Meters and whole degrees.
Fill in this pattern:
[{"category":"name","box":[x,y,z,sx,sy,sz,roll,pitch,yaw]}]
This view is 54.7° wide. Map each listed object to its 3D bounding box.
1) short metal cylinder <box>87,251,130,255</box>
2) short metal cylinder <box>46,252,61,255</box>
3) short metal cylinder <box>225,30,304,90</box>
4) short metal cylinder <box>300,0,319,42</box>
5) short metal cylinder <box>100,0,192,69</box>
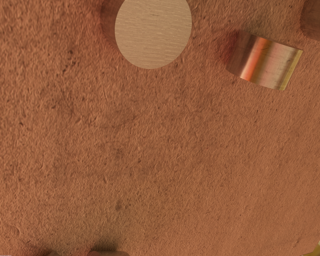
[{"category":"short metal cylinder","box":[-0.081,0.229,0.469,0.050,0.080,0.080,17,110,-35]},{"category":"short metal cylinder","box":[-0.153,0.220,0.424,0.050,0.080,0.080,-29,128,-10]},{"category":"short metal cylinder","box":[0.129,-0.086,0.388,0.081,0.080,0.050,4,117,-30]},{"category":"short metal cylinder","box":[0.243,-0.157,0.426,0.081,0.050,0.079,-14,124,-21]},{"category":"short metal cylinder","box":[-0.015,-0.107,0.316,0.081,0.050,0.079,-14,124,-21]}]
